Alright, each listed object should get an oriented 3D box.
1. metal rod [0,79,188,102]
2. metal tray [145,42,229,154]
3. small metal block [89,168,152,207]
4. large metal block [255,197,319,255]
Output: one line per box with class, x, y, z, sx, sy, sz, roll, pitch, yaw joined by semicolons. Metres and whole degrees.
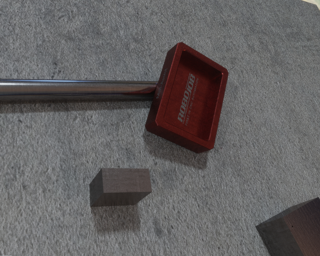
metal rod;-0.087;-0.047;0.386;0.303;0.025;0.025;-4;64;-31
metal tray;0.041;-0.041;0.423;0.090;0.030;0.130;25;65;-22
small metal block;-0.043;0.063;0.327;0.050;0.050;0.025;5;60;-26
large metal block;0.186;0.146;0.401;0.081;0.050;0.080;-12;68;-34
